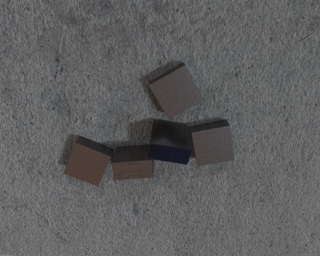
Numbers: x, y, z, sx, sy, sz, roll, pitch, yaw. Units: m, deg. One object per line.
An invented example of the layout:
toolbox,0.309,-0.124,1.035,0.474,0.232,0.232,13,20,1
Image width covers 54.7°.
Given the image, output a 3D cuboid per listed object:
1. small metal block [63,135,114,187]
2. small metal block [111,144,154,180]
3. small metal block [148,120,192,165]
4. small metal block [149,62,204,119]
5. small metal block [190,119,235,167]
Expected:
small metal block,-0.098,0.045,0.426,0.050,0.025,0.050,23,108,-9
small metal block,-0.034,0.044,0.412,0.050,0.050,0.025,-4,110,1
small metal block,0.013,0.018,0.400,0.050,0.050,0.025,10,126,-4
small metal block,0.020,-0.047,0.392,0.050,0.025,0.050,-28,108,9
small metal block,0.070,0.020,0.418,0.050,0.025,0.050,-11,110,3
